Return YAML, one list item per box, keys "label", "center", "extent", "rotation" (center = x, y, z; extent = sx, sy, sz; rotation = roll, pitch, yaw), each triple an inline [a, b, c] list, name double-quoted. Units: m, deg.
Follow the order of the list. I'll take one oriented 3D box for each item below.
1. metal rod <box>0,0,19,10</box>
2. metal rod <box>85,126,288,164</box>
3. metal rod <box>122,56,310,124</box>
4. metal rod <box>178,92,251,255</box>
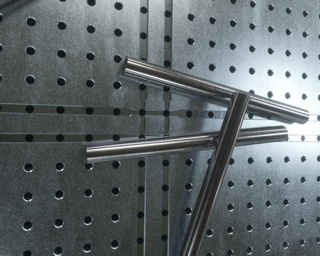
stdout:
- label: "metal rod"
  center: [-0.117, -0.196, 0.369]
  extent: [0.301, 0.025, 0.025]
  rotation: [-37, 102, -17]
- label: "metal rod"
  center: [0.050, 0.020, 0.432]
  extent: [0.303, 0.025, 0.025]
  rotation: [-5, 92, -20]
- label: "metal rod"
  center: [0.093, -0.049, 0.448]
  extent: [0.302, 0.025, 0.025]
  rotation: [13, 86, -20]
- label: "metal rod"
  center: [0.064, 0.097, 0.420]
  extent: [0.025, 0.025, 0.298]
  rotation: [18, 90, -20]
